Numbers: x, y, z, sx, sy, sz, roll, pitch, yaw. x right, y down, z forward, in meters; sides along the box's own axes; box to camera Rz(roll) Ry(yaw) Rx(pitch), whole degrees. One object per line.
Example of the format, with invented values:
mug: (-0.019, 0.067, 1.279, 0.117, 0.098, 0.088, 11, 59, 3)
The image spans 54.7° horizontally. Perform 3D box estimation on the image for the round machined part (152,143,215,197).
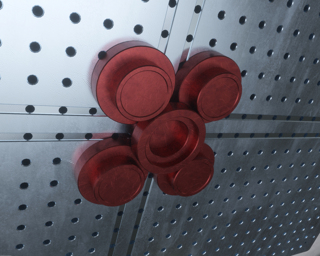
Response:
round machined part: (0.041, 0.063, 0.463, 0.099, 0.042, 0.097, -14, 125, -21)

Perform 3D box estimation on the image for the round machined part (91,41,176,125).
round machined part: (-0.025, -0.046, 0.358, 0.099, 0.042, 0.097, -14, 125, -21)

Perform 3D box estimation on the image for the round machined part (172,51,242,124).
round machined part: (0.068, -0.048, 0.409, 0.099, 0.042, 0.097, -14, 125, -21)

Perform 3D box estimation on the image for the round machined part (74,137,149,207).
round machined part: (-0.059, 0.065, 0.410, 0.099, 0.042, 0.097, -14, 125, -21)

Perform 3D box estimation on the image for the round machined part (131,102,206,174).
round machined part: (0.008, 0.009, 0.410, 0.099, 0.042, 0.097, -14, 125, -21)
